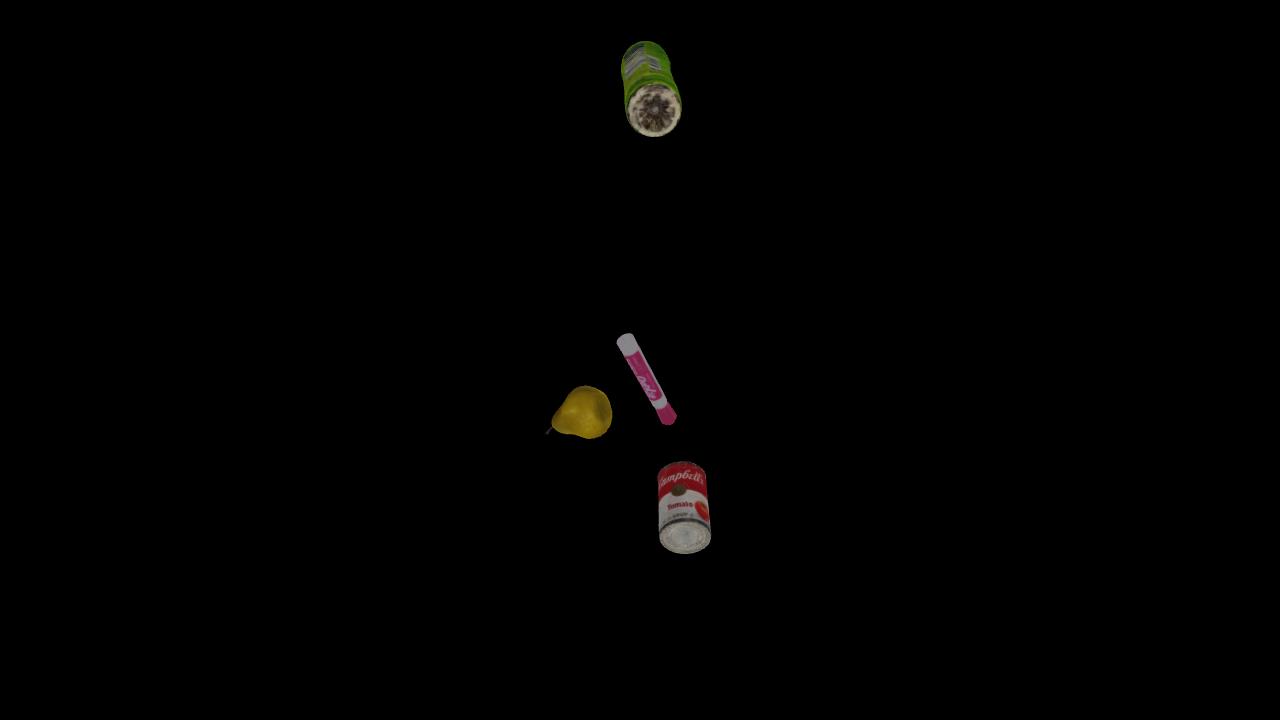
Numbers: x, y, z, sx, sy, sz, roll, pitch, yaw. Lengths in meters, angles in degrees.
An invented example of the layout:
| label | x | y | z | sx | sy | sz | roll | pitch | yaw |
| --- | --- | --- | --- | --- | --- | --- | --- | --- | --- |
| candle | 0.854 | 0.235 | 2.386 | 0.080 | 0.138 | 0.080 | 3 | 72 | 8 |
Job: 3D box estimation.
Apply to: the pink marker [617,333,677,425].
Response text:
| label | x | y | z | sx | sy | sz | roll | pitch | yaw |
| --- | --- | --- | --- | --- | --- | --- | --- | --- | --- |
| pink marker | 0.010 | 0.024 | 0.643 | 0.020 | 0.121 | 0.020 | -20 | 33 | 14 |

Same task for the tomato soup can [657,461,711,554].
| label | x | y | z | sx | sy | sz | roll | pitch | yaw |
| --- | --- | --- | --- | --- | --- | --- | --- | --- | --- |
| tomato soup can | 0.057 | 0.193 | 0.807 | 0.068 | 0.068 | 0.101 | 0 | 37 | 1 |

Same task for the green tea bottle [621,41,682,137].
| label | x | y | z | sx | sy | sz | roll | pitch | yaw |
| --- | --- | --- | --- | --- | --- | --- | --- | --- | --- |
| green tea bottle | 0.011 | -0.369 | 0.807 | 0.073 | 0.212 | 0.073 | -2 | -44 | -2 |

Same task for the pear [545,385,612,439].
| label | x | y | z | sx | sy | sz | roll | pitch | yaw |
| --- | --- | --- | --- | --- | --- | --- | --- | --- | --- |
| pear | -0.098 | 0.082 | 0.923 | 0.111 | 0.080 | 0.080 | -12 | -5 | 25 |
